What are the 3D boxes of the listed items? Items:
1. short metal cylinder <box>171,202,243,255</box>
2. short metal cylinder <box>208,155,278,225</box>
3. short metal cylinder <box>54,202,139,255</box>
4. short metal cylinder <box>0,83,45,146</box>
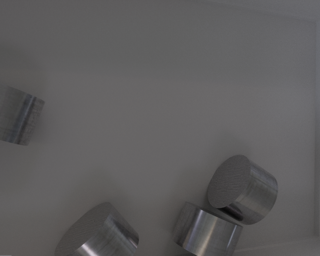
[{"bbox_3d":[0.061,0.136,0.404,0.080,0.080,0.050,26,82,-18],"label":"short metal cylinder"},{"bbox_3d":[0.111,0.083,0.422,0.050,0.080,0.080,34,79,-17],"label":"short metal cylinder"},{"bbox_3d":[-0.071,0.132,0.355,0.080,0.080,0.050,-41,103,-15],"label":"short metal cylinder"},{"bbox_3d":[-0.168,-0.018,0.319,0.080,0.080,0.050,21,83,-19],"label":"short metal cylinder"}]
